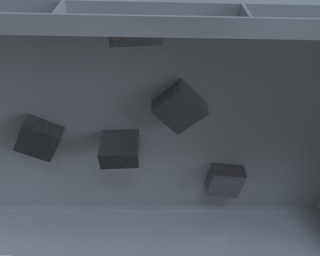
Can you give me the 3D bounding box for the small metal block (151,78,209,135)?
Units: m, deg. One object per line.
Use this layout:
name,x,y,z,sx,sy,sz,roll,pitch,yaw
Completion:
small metal block,0.025,-0.026,0.388,0.050,0.025,0.050,-35,122,26

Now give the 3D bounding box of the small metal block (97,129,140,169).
small metal block,-0.053,0.028,0.415,0.050,0.050,0.025,-2,130,1

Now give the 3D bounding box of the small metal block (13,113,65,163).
small metal block,-0.163,0.015,0.419,0.050,0.025,0.050,23,126,-19

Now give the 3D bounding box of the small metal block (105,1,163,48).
small metal block,-0.023,-0.103,0.305,0.050,0.050,0.025,-2,130,1

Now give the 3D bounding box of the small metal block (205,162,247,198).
small metal block,0.101,0.082,0.481,0.050,0.025,0.050,6,130,-6
